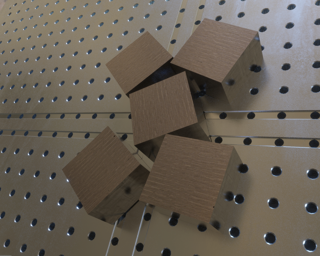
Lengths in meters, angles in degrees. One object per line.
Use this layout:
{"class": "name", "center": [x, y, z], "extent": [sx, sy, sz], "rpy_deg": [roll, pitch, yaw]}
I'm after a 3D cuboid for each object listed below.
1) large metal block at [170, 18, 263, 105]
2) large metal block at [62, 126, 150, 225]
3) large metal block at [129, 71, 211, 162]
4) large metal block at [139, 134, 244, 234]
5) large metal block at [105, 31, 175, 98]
{"class": "large metal block", "center": [0.075, -0.089, 0.407], "extent": [0.080, 0.050, 0.080], "rpy_deg": [30, 78, 35]}
{"class": "large metal block", "center": [-0.063, 0.058, 0.388], "extent": [0.080, 0.050, 0.080], "rpy_deg": [-44, 51, -3]}
{"class": "large metal block", "center": [0.011, -0.014, 0.395], "extent": [0.080, 0.050, 0.080], "rpy_deg": [-20, 54, 16]}
{"class": "large metal block", "center": [0.036, 0.059, 0.338], "extent": [0.080, 0.050, 0.080], "rpy_deg": [10, 66, 32]}
{"class": "large metal block", "center": [-0.022, -0.083, 0.455], "extent": [0.080, 0.050, 0.080], "rpy_deg": [-38, 50, 3]}
